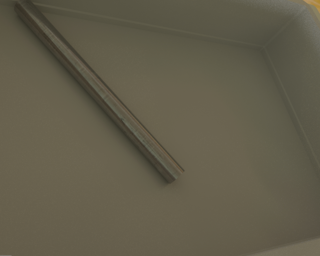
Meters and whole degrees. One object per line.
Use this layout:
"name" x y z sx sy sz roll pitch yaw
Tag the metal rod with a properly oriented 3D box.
"metal rod" -0.079 -0.050 0.394 0.300 0.025 0.025 48 51 5
